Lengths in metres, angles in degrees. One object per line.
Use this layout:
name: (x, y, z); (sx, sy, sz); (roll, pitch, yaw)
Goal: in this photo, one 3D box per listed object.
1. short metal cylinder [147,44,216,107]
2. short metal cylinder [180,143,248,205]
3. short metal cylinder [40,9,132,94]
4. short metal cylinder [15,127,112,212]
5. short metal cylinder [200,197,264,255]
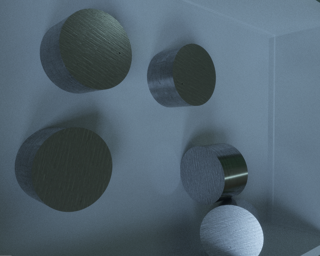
short metal cylinder: (0.030, -0.068, 0.417); (0.081, 0.050, 0.079); (0, 90, -40)
short metal cylinder: (0.075, 0.063, 0.436); (0.050, 0.080, 0.079); (-4, 93, -40)
short metal cylinder: (-0.077, -0.078, 0.327); (0.081, 0.050, 0.079); (0, 90, -40)
short metal cylinder: (-0.096, 0.039, 0.311); (0.081, 0.050, 0.079); (0, 90, -40)
short metal cylinder: (0.099, 0.140, 0.424); (0.050, 0.080, 0.079); (2, 89, -74)
